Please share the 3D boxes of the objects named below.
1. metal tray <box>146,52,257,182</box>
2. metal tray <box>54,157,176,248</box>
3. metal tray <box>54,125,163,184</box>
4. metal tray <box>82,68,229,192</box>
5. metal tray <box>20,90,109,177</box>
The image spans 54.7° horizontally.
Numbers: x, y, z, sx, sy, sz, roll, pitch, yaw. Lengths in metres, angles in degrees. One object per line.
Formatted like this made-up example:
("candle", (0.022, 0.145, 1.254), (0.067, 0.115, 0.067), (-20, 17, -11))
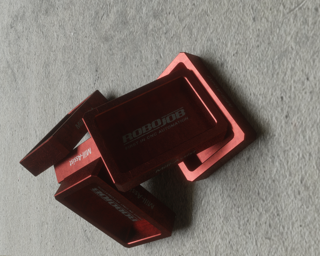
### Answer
("metal tray", (0.040, -0.014, 0.369), (0.090, 0.030, 0.130), (-46, 63, 30))
("metal tray", (-0.055, 0.100, 0.393), (0.090, 0.130, 0.030), (-31, 26, 36))
("metal tray", (-0.070, 0.036, 0.420), (0.130, 0.091, 0.030), (-31, 71, 35))
("metal tray", (-0.005, -0.001, 0.336), (0.131, 0.030, 0.090), (-27, 67, -11))
("metal tray", (-0.135, 0.004, 0.453), (0.090, 0.130, 0.030), (-30, 110, 35))
